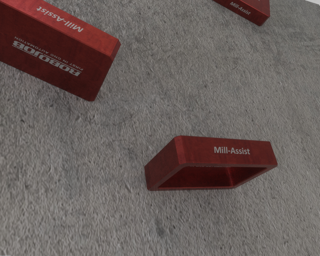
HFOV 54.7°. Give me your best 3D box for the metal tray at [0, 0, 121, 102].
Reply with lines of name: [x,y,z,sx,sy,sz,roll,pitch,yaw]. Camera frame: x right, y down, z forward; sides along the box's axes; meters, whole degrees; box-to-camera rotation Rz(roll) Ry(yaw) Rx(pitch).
metal tray: [-0.121,-0.090,0.351,0.131,0.090,0.030,25,53,-13]

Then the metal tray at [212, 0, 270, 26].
metal tray: [0.174,-0.284,0.667,0.131,0.030,0.090,22,53,-15]

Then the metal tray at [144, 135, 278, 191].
metal tray: [0.058,0.045,0.365,0.131,0.090,0.030,4,60,-26]
